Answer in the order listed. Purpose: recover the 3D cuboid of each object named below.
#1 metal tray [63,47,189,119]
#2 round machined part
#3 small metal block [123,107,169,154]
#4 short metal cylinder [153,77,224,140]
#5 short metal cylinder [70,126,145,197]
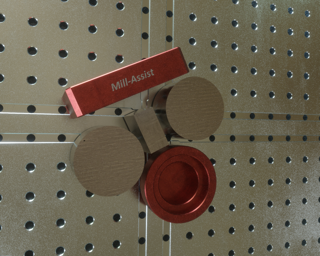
[{"bbox_3d":[-0.043,-0.050,0.358,0.131,0.090,0.030,-25,99,-18],"label":"metal tray"},{"bbox_3d":[0.021,0.071,0.407,0.099,0.042,0.097,0,90,-20],"label":"round machined part"},{"bbox_3d":[-0.018,0.002,0.388,0.025,0.050,0.050,-27,99,-18],"label":"small metal block"},{"bbox_3d":[0.036,-0.024,0.409,0.081,0.050,0.079,0,90,-20],"label":"short metal cylinder"},{"bbox_3d":[-0.064,0.037,0.372,0.081,0.050,0.079,0,90,-20],"label":"short metal cylinder"}]
